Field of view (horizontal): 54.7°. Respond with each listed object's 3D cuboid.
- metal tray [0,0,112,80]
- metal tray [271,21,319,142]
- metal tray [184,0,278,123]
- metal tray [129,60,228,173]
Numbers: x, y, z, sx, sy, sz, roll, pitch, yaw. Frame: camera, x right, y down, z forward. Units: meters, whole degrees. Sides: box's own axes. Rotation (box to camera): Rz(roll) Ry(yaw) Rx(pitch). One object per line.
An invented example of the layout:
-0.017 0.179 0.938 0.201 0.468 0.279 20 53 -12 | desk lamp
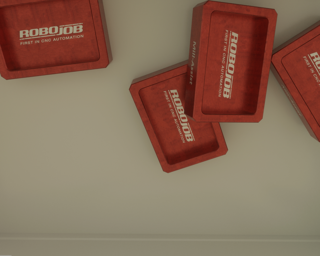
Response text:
-0.129 -0.111 0.366 0.131 0.030 0.089 -7 110 2 | metal tray
0.202 -0.058 0.378 0.090 0.030 0.130 -33 100 12 | metal tray
0.080 -0.072 0.358 0.091 0.030 0.129 0 103 -17 | metal tray
0.026 -0.014 0.403 0.090 0.030 0.129 -19 109 7 | metal tray
